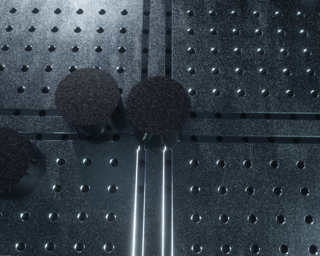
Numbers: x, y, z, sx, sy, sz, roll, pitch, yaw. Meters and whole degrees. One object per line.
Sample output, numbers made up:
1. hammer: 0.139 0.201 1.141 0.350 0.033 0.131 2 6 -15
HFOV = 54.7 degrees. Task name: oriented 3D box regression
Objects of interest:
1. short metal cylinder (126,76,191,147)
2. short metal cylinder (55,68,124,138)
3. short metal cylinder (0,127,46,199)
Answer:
1. short metal cylinder: -0.002 -0.020 0.406 0.081 0.050 0.080 0 70 0
2. short metal cylinder: -0.091 -0.032 0.409 0.081 0.050 0.080 0 70 0
3. short metal cylinder: -0.190 0.045 0.380 0.081 0.050 0.080 0 70 0
